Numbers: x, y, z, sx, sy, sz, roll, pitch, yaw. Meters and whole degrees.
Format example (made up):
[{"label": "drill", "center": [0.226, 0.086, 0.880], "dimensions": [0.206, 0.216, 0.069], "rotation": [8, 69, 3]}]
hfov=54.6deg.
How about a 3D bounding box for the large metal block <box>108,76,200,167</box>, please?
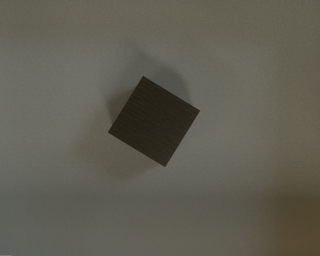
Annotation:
[{"label": "large metal block", "center": [-0.007, -0.008, 0.395], "dimensions": [0.080, 0.050, 0.080], "rotation": [32, 89, -1]}]
